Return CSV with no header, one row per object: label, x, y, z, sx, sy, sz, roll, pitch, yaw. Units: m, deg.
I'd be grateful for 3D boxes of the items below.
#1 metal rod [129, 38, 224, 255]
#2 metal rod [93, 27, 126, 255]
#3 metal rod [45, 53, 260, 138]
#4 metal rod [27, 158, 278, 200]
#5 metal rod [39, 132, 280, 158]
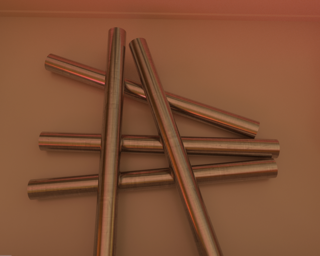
metal rod,0.015,0.019,0.375,0.025,0.025,0.299,-17,71,-6
metal rod,-0.059,0.009,0.377,0.025,0.025,0.299,0,70,0
metal rod,-0.015,-0.045,0.424,0.301,0.025,0.025,19,71,6
metal rod,-0.007,0.063,0.385,0.302,0.025,0.025,-5,70,-2
metal rod,-0.001,0.022,0.400,0.302,0.025,0.025,2,70,0
